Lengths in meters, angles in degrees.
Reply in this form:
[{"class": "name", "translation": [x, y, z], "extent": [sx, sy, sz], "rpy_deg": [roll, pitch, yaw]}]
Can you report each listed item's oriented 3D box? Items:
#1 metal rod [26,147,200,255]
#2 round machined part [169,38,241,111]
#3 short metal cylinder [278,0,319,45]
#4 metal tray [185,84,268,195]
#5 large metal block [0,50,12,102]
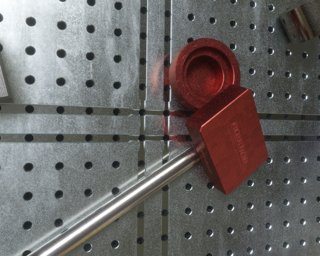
[{"class": "metal rod", "translation": [-0.074, 0.113, 0.385], "extent": [0.302, 0.025, 0.025], "rpy_deg": [-32, 101, -18]}, {"class": "round machined part", "translation": [0.058, -0.070, 0.426], "extent": [0.099, 0.042, 0.097], "rpy_deg": [0, 90, -21]}, {"class": "short metal cylinder", "translation": [0.230, -0.169, 0.470], "extent": [0.080, 0.080, 0.050], "rpy_deg": [-34, 102, -17]}, {"class": "metal tray", "translation": [0.096, 0.018, 0.421], "extent": [0.090, 0.030, 0.130], "rpy_deg": [-38, 126, -16]}, {"class": "large metal block", "translation": [-0.209, -0.062, 0.322], "extent": [0.081, 0.050, 0.080], "rpy_deg": [-14, 95, -20]}]
